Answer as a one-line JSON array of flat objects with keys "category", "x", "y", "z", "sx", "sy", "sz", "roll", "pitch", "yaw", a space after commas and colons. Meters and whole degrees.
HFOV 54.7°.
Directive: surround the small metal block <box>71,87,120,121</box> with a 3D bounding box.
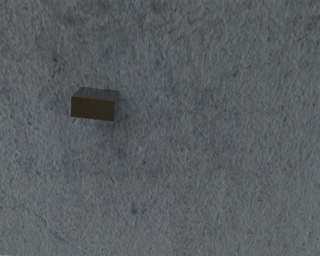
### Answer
[{"category": "small metal block", "x": -0.078, "y": -0.031, "z": 0.384, "sx": 0.050, "sy": 0.050, "sz": 0.025, "roll": 6, "pitch": 110, "yaw": -3}]
